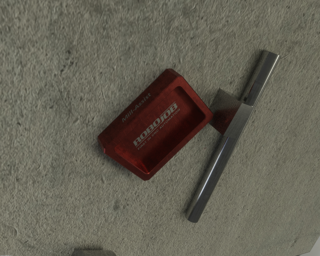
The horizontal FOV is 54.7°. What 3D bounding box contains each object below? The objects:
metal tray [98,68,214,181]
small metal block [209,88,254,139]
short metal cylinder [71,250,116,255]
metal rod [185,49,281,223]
[{"bbox_3d":[-0.003,-0.001,0.402,0.130,0.030,0.090,-44,130,2],"label":"metal tray"},{"bbox_3d":[0.094,-0.020,0.432,0.025,0.050,0.050,14,111,-35],"label":"small metal block"},{"bbox_3d":[-0.100,0.222,0.456,0.050,0.080,0.080,16,110,-35],"label":"short metal cylinder"},{"bbox_3d":[0.106,0.025,0.482,0.025,0.025,0.298,8,115,-32],"label":"metal rod"}]
